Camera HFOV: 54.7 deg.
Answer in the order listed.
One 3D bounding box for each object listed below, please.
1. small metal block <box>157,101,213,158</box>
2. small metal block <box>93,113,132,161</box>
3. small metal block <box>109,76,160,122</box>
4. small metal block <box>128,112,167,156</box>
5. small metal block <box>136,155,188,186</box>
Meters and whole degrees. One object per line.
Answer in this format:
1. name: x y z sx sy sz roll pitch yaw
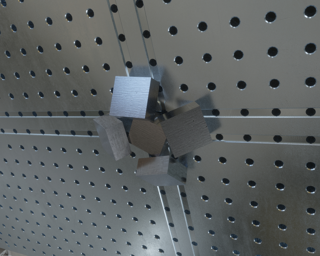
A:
1. small metal block: 0.031 0.002 0.380 0.050 0.025 0.050 -23 110 -1
2. small metal block: -0.067 0.012 0.437 0.050 0.025 0.050 29 138 56
3. small metal block: -0.032 -0.037 0.388 0.050 0.025 0.050 6 85 25
4. small metal block: -0.012 0.006 0.419 0.050 0.025 0.050 28 128 10
5. small metal block: 0.003 0.061 0.430 0.050 0.025 0.050 -9 150 32
